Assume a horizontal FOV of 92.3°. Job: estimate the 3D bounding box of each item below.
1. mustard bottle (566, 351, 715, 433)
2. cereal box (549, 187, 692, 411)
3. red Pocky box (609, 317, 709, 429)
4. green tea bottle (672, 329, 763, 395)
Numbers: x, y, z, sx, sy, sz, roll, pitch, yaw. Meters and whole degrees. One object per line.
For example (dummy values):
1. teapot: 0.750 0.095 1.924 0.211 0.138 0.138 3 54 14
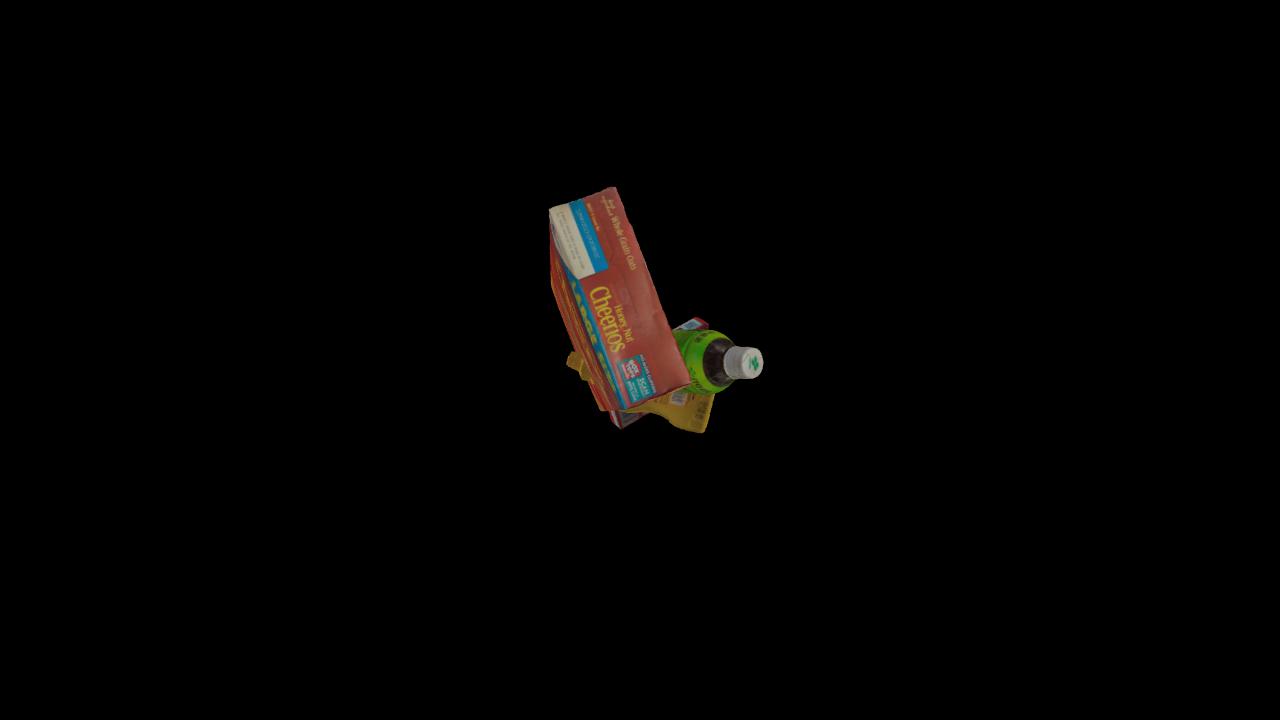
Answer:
1. mustard bottle: 0.000 0.022 0.739 0.184 0.092 0.054 15 9 6
2. cereal box: -0.039 -0.045 0.710 0.081 0.203 0.306 -21 -1 -9
3. red Pocky box: 0.023 0.015 0.770 0.155 0.083 0.028 -29 36 -21
4. green tea bottle: 0.046 0.001 0.671 0.073 0.073 0.212 0 0 -34
